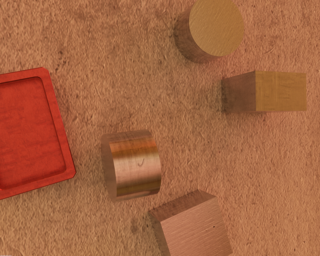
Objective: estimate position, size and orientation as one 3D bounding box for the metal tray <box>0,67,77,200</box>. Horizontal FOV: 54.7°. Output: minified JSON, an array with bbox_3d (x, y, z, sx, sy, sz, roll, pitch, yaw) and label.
[{"bbox_3d":[-0.156,0.005,0.348,0.091,0.030,0.129,-16,95,-20],"label":"metal tray"}]

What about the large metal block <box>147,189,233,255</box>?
[{"bbox_3d":[0.039,0.138,0.411,0.081,0.050,0.080,-19,97,-19],"label":"large metal block"}]

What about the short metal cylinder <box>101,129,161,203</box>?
[{"bbox_3d":[-0.036,0.044,0.367,0.050,0.080,0.080,-8,93,-20],"label":"short metal cylinder"}]

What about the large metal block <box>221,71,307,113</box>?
[{"bbox_3d":[0.142,-0.047,0.432,0.081,0.080,0.050,-1,91,-20],"label":"large metal block"}]

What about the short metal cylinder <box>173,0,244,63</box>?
[{"bbox_3d":[0.065,-0.132,0.420,0.081,0.050,0.080,0,90,-20],"label":"short metal cylinder"}]
